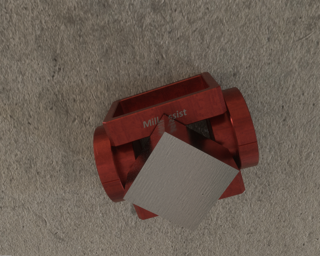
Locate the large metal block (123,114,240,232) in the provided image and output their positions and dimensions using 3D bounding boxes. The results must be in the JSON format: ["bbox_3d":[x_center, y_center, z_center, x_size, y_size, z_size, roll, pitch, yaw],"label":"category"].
[{"bbox_3d":[0.019,0.045,0.316,0.080,0.050,0.080,28,107,-10],"label":"large metal block"}]

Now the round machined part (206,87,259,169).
[{"bbox_3d":[0.082,0.003,0.374,0.042,0.098,0.097,-15,110,5],"label":"round machined part"}]

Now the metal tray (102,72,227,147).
[{"bbox_3d":[0.004,-0.026,0.368,0.131,0.090,0.030,-17,109,6],"label":"metal tray"}]

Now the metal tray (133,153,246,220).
[{"bbox_3d":[0.033,0.064,0.399,0.131,0.090,0.030,-16,110,5],"label":"metal tray"}]

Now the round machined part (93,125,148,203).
[{"bbox_3d":[-0.044,0.040,0.386,0.042,0.098,0.097,-15,110,5],"label":"round machined part"}]
